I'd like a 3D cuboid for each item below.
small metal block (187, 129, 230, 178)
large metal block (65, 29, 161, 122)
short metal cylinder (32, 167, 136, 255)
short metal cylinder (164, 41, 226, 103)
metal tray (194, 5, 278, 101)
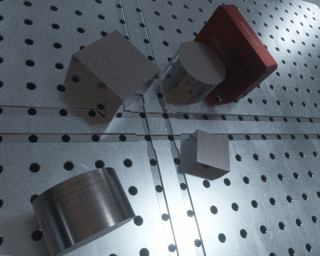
[{"bbox_3d":[0.066,0.035,0.422,0.050,0.025,0.050,18,55,-18],"label":"small metal block"},{"bbox_3d":[-0.060,-0.069,0.402,0.080,0.050,0.080,43,51,1],"label":"large metal block"},{"bbox_3d":[-0.069,0.078,0.288,0.081,0.080,0.050,-16,71,-35],"label":"short metal cylinder"},{"bbox_3d":[0.052,-0.085,0.472,0.081,0.050,0.080,14,56,-21],"label":"short metal cylinder"},{"bbox_3d":[0.117,-0.121,0.502,0.030,0.090,0.130,-19,72,-35],"label":"metal tray"}]
